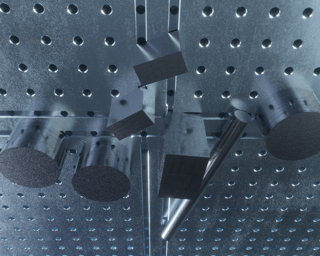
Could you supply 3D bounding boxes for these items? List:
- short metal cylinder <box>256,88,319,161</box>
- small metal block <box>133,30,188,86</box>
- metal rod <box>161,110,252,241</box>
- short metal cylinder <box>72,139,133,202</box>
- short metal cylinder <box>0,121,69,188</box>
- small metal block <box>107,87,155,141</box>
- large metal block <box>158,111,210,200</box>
[{"bbox_3d":[0.169,-0.004,0.393,0.081,0.050,0.079,0,130,0],"label":"short metal cylinder"},{"bbox_3d":[0.001,-0.075,0.331,0.050,0.050,0.025,-16,128,13],"label":"small metal block"},{"bbox_3d":[0.061,0.093,0.491,0.025,0.025,0.298,14,129,-12],"label":"metal rod"},{"bbox_3d":[-0.081,0.062,0.447,0.081,0.050,0.079,0,130,0],"label":"short metal cylinder"},{"bbox_3d":[-0.172,0.037,0.425,0.081,0.050,0.079,0,130,0],"label":"short metal cylinder"},{"bbox_3d":[-0.034,-0.019,0.379,0.050,0.050,0.025,-25,126,20],"label":"small metal block"},{"bbox_3d":[0.027,0.036,0.406,0.050,0.080,0.079,5,130,-5],"label":"large metal block"}]
